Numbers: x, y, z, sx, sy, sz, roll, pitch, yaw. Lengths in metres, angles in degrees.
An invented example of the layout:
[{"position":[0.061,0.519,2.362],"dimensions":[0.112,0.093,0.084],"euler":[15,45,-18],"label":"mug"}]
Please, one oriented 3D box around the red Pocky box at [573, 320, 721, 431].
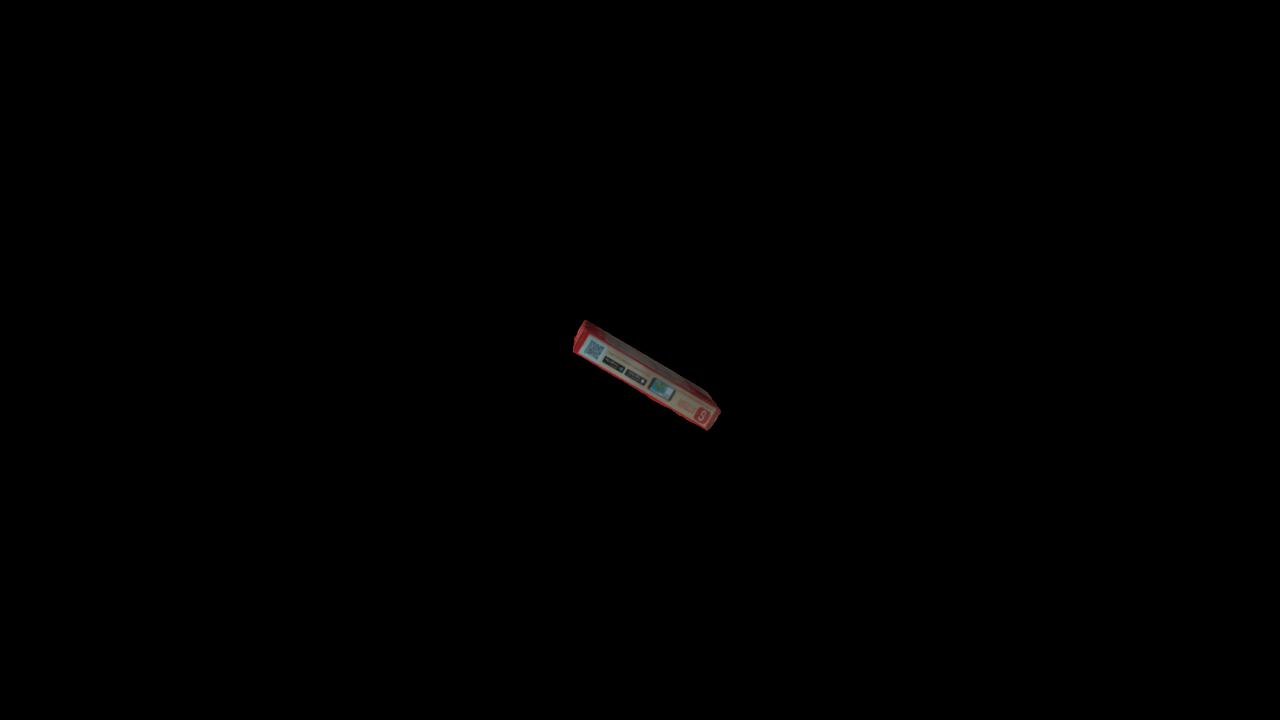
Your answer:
[{"position":[0.004,0.013,0.617],"dimensions":[0.155,0.028,0.083],"euler":[31,7,-9],"label":"red Pocky box"}]
